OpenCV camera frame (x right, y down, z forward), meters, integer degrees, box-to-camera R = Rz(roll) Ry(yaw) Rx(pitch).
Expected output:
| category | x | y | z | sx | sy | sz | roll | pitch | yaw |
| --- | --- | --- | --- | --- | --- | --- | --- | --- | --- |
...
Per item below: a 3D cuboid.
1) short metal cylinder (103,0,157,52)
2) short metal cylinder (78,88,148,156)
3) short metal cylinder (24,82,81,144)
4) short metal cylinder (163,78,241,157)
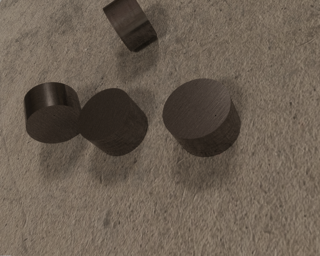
| category | x | y | z | sx | sy | sz | roll | pitch | yaw |
| --- | --- | --- | --- | --- | --- | --- | --- | --- | --- |
| short metal cylinder | -0.047 | -0.170 | 0.496 | 0.050 | 0.080 | 0.080 | -32 | 52 | 8 |
| short metal cylinder | -0.064 | -0.008 | 0.424 | 0.080 | 0.050 | 0.080 | -13 | 56 | 20 |
| short metal cylinder | -0.159 | -0.022 | 0.463 | 0.080 | 0.080 | 0.050 | -31 | 52 | 8 |
| short metal cylinder | 0.050 | -0.012 | 0.368 | 0.080 | 0.050 | 0.080 | -13 | 56 | 20 |
